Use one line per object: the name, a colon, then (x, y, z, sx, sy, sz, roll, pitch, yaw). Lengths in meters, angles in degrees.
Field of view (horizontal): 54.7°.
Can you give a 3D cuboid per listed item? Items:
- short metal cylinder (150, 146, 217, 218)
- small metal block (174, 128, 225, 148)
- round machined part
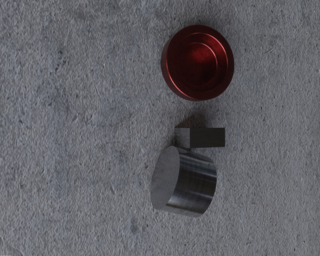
short metal cylinder: (0.028, 0.068, 0.390, 0.050, 0.080, 0.080, 18, 84, -19)
small metal block: (0.052, 0.012, 0.415, 0.050, 0.050, 0.025, -1, 91, -20)
round machined part: (0.047, -0.084, 0.417, 0.099, 0.042, 0.097, 0, 90, -20)
